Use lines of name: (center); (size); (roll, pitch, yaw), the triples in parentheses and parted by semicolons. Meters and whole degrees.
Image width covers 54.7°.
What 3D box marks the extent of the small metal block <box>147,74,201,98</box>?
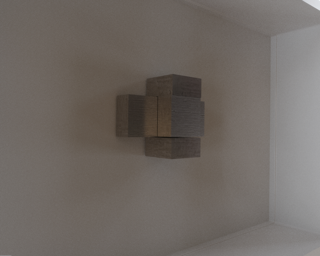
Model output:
small metal block: (0.018, -0.052, 0.402); (0.050, 0.050, 0.025); (1, 90, -40)

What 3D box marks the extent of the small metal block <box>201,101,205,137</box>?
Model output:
small metal block: (0.036, -0.013, 0.434); (0.050, 0.025, 0.050); (1, 90, -40)

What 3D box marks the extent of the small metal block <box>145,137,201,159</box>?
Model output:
small metal block: (0.017, 0.024, 0.400); (0.050, 0.050, 0.025); (1, 90, -40)

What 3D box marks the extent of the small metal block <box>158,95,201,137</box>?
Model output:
small metal block: (0.025, -0.014, 0.391); (0.050, 0.025, 0.050); (1, 90, -40)

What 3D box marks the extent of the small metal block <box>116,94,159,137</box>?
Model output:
small metal block: (-0.025, -0.014, 0.382); (0.050, 0.025, 0.050); (1, 90, -40)
